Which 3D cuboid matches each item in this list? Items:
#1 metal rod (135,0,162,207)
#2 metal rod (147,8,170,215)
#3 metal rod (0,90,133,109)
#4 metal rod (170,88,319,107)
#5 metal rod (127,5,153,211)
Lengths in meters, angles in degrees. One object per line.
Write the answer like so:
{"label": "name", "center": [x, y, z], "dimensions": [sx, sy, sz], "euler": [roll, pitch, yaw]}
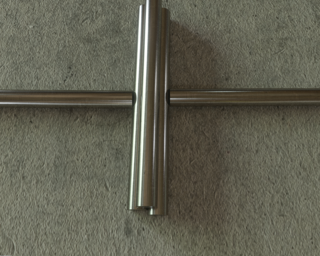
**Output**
{"label": "metal rod", "center": [-0.013, -0.050, 0.406], "dimensions": [0.025, 0.025, 0.299], "euler": [1, 70, 0]}
{"label": "metal rod", "center": [0.000, -0.036, 0.423], "dimensions": [0.025, 0.025, 0.299], "euler": [1, 70, 0]}
{"label": "metal rod", "center": [-0.188, -0.040, 0.421], "dimensions": [0.302, 0.025, 0.025], "euler": [0, 70, -1]}
{"label": "metal rod", "center": [0.164, -0.042, 0.427], "dimensions": [0.302, 0.025, 0.025], "euler": [0, 70, -1]}
{"label": "metal rod", "center": [-0.024, -0.041, 0.425], "dimensions": [0.025, 0.025, 0.299], "euler": [1, 70, 0]}
